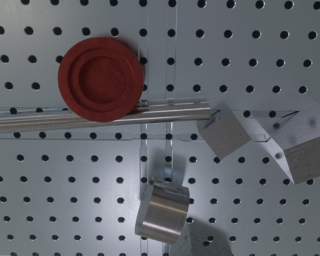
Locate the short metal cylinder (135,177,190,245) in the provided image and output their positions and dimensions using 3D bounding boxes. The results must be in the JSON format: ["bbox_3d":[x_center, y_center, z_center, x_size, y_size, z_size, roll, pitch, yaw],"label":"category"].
[{"bbox_3d":[0.002,0.113,0.426,0.050,0.080,0.079,19,109,-7],"label":"short metal cylinder"}]

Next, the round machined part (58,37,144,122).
[{"bbox_3d":[-0.069,-0.058,0.377,0.099,0.042,0.097,0,101,-1],"label":"round machined part"}]

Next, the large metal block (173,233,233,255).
[{"bbox_3d":[0.062,0.225,0.483,0.080,0.050,0.080,28,108,-10],"label":"large metal block"}]

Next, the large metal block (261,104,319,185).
[{"bbox_3d":[0.187,0.018,0.392,0.080,0.080,0.050,-23,109,8],"label":"large metal block"}]

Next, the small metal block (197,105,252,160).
[{"bbox_3d":[0.086,0.007,0.417,0.050,0.025,0.050,-35,107,12],"label":"small metal block"}]

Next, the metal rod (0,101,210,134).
[{"bbox_3d":[-0.087,-0.013,0.407,0.302,0.025,0.025,-4,110,1],"label":"metal rod"}]
